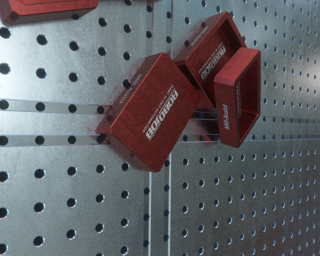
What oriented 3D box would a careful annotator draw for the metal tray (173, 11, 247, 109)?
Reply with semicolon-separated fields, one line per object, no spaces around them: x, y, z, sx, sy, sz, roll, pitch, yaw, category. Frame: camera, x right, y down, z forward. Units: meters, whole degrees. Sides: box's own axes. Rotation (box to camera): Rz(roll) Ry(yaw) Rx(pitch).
0.083;-0.103;0.473;0.090;0.030;0.130;52;60;-27;metal tray

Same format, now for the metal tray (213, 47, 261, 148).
0.121;-0.044;0.473;0.090;0.030;0.129;-48;140;-32;metal tray

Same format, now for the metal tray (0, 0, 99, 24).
-0.123;-0.175;0.301;0.091;0.030;0.129;-24;106;-37;metal tray

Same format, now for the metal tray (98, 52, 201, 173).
-0.008;-0.020;0.398;0.090;0.030;0.130;46;63;-30;metal tray
